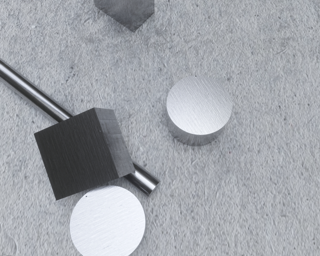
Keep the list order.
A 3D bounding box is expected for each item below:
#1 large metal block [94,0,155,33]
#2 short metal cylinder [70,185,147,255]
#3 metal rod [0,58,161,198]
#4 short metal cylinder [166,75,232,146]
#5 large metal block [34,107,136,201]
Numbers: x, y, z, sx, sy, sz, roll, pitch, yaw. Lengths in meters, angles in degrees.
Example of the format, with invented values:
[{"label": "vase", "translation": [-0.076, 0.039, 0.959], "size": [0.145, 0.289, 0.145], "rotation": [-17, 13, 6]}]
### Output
[{"label": "large metal block", "translation": [-0.056, -0.201, 0.452], "size": [0.080, 0.080, 0.050], "rotation": [37, 74, 12]}, {"label": "short metal cylinder", "translation": [-0.056, 0.110, 0.354], "size": [0.081, 0.050, 0.080], "rotation": [0, 70, 0]}, {"label": "metal rod", "translation": [-0.125, -0.011, 0.411], "size": [0.300, 0.025, 0.025], "rotation": [36, 74, 12]}, {"label": "short metal cylinder", "translation": [0.048, -0.021, 0.403], "size": [0.081, 0.050, 0.080], "rotation": [0, 70, 0]}, {"label": "large metal block", "translation": [-0.086, 0.029, 0.361], "size": [0.080, 0.050, 0.080], "rotation": [-22, 85, 14]}]
